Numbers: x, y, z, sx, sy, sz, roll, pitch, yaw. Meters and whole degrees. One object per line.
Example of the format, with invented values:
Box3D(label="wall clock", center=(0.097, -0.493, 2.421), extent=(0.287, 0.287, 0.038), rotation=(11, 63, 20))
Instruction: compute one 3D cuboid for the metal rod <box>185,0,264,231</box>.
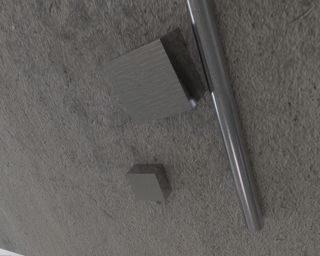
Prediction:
Box3D(label="metal rod", center=(0.082, 0.000, 0.363), extent=(0.025, 0.025, 0.298), rotation=(-5, 116, 30))

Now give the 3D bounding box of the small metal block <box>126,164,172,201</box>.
Box3D(label="small metal block", center=(-0.016, 0.082, 0.466), extent=(0.050, 0.025, 0.050), rotation=(-5, 116, 30))

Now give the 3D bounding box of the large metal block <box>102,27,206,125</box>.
Box3D(label="large metal block", center=(-0.005, -0.058, 0.358), extent=(0.080, 0.050, 0.080), rotation=(-15, 111, 34))
